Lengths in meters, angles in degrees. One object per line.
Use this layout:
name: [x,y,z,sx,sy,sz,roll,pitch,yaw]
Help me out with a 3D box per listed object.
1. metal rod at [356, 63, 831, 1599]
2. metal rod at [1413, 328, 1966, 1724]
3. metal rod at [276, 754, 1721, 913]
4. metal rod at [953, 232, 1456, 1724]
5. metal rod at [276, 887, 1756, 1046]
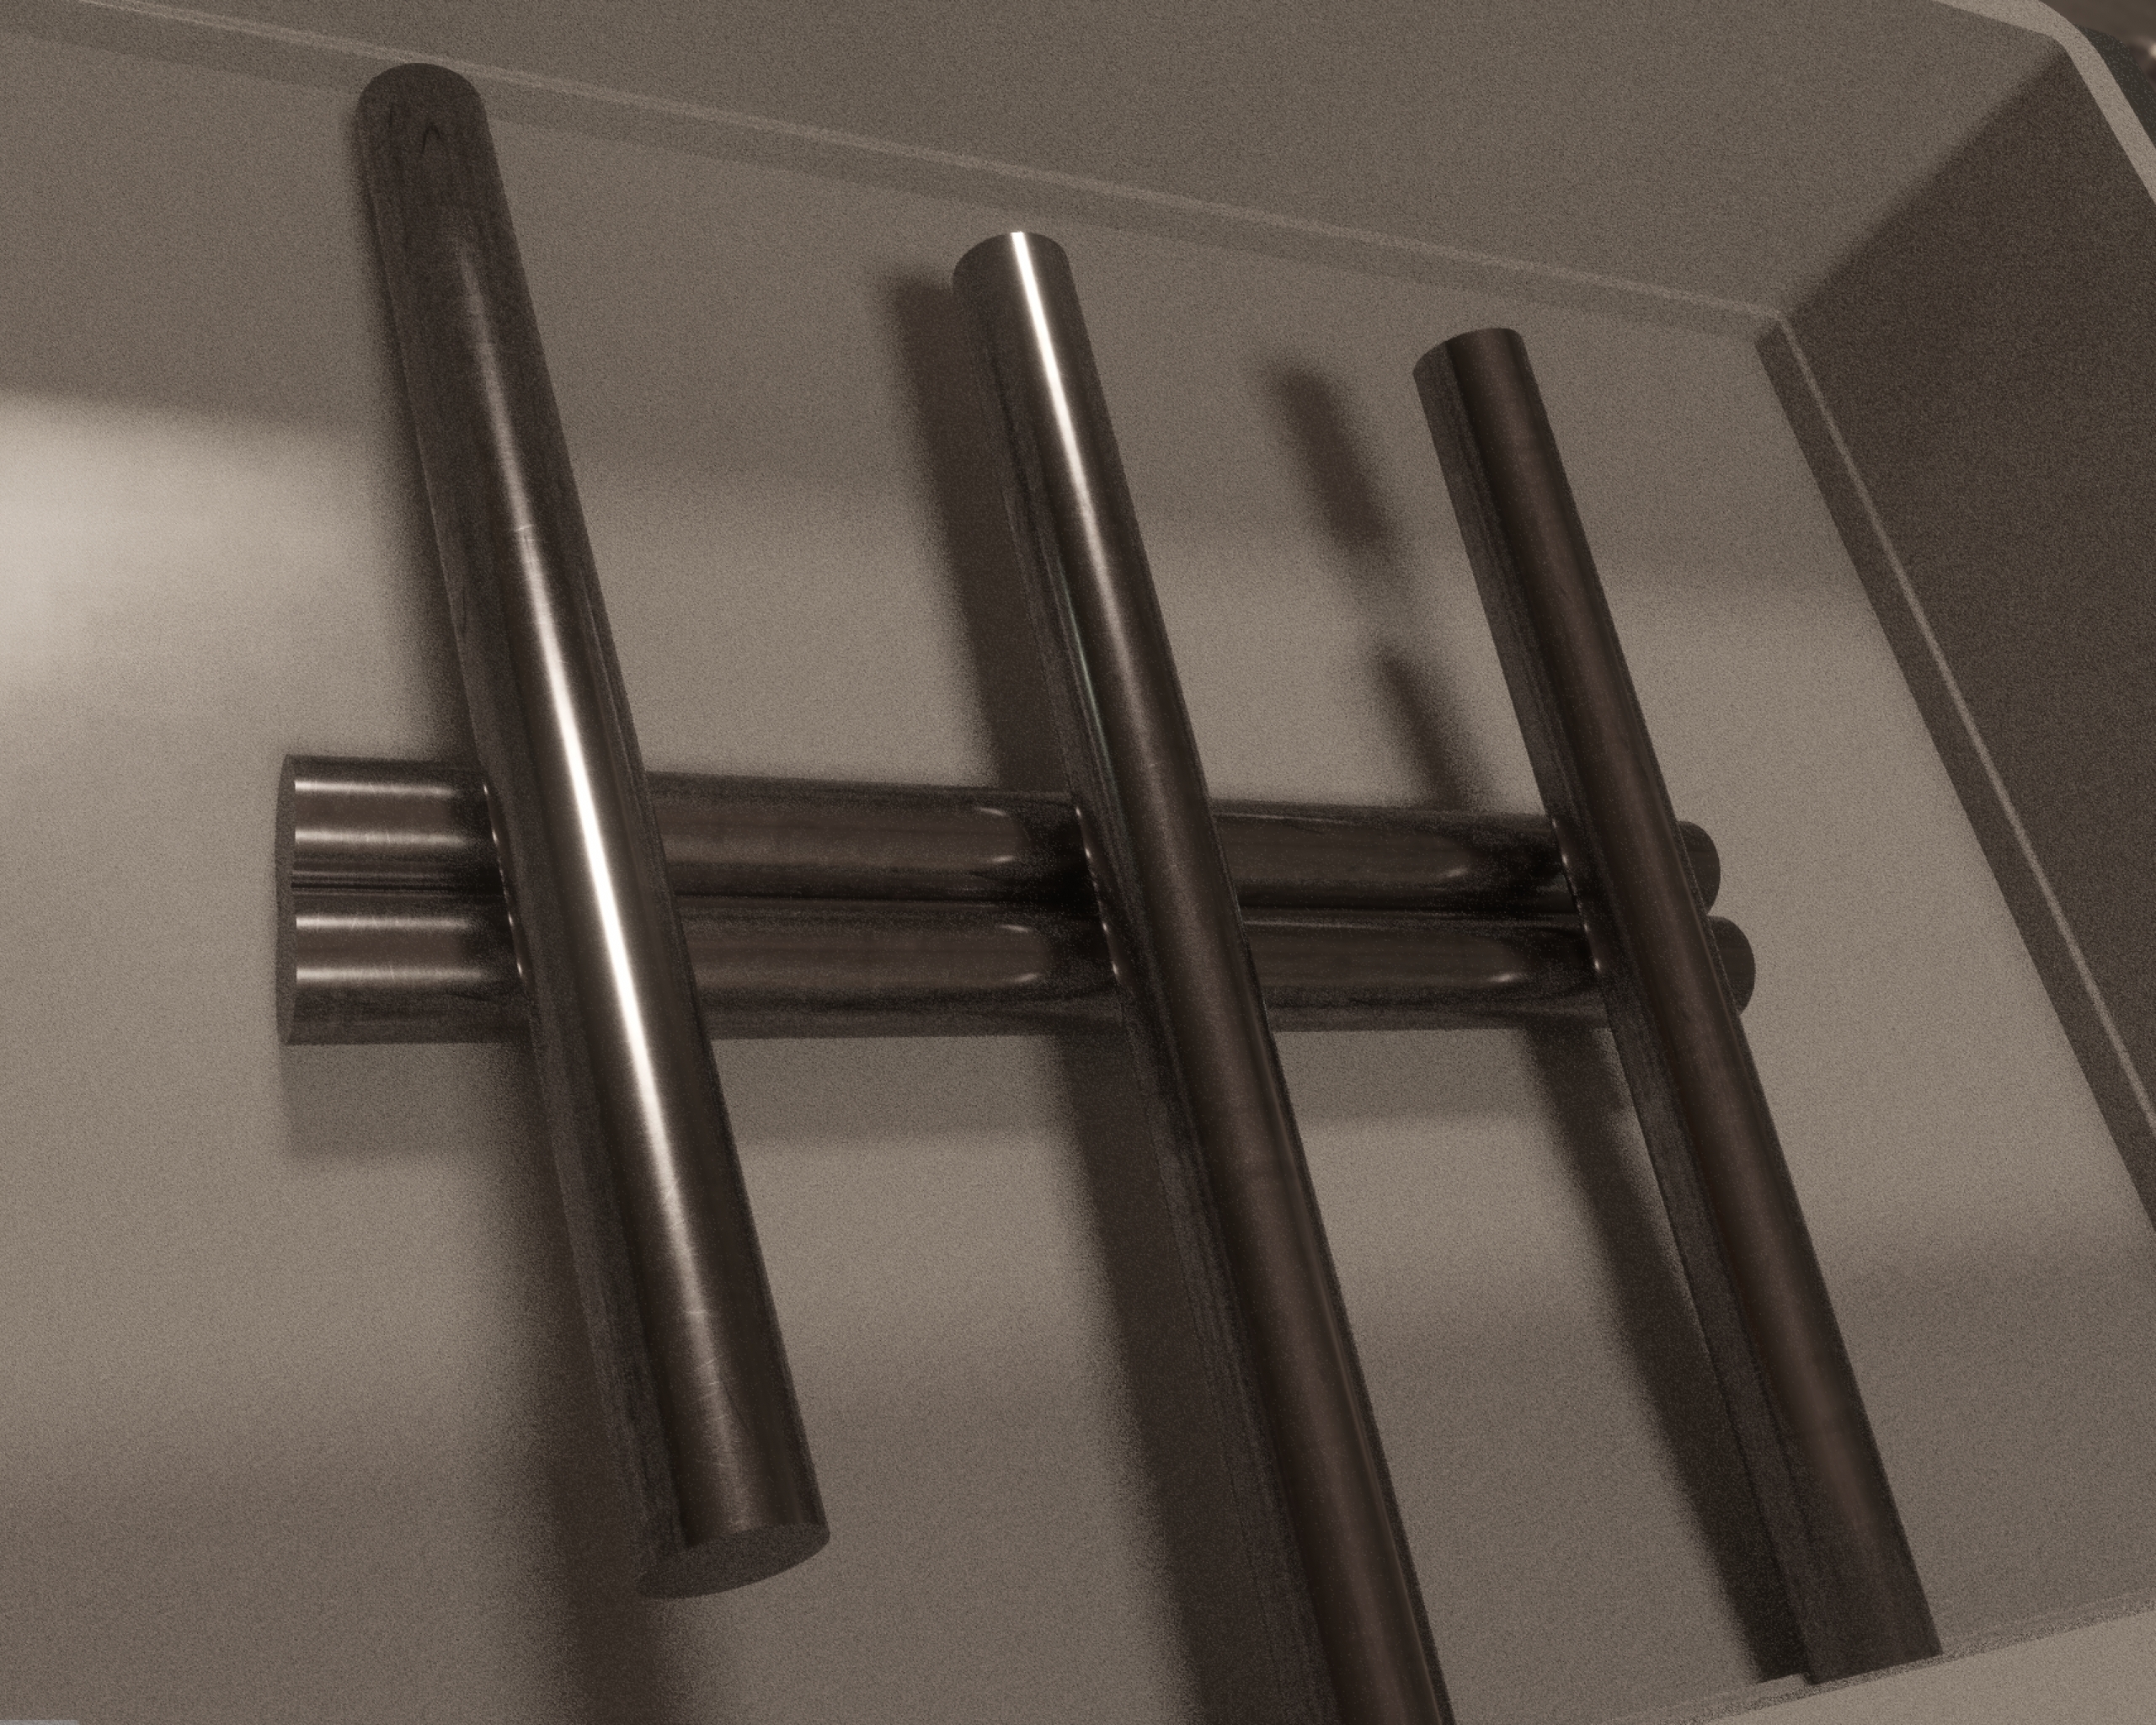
metal rod: [-0.088,-0.031,0.345,0.025,0.025,0.299,-1,54,-29]
metal rod: [0.120,0.028,0.425,0.025,0.025,0.299,-4,72,-30]
metal rod: [0.005,-0.001,0.409,0.303,0.025,0.025,2,61,-28]
metal rod: [0.016,0.007,0.378,0.025,0.025,0.299,1,61,-28]
metal rod: [0.009,0.020,0.398,0.303,0.025,0.025,2,61,-28]
